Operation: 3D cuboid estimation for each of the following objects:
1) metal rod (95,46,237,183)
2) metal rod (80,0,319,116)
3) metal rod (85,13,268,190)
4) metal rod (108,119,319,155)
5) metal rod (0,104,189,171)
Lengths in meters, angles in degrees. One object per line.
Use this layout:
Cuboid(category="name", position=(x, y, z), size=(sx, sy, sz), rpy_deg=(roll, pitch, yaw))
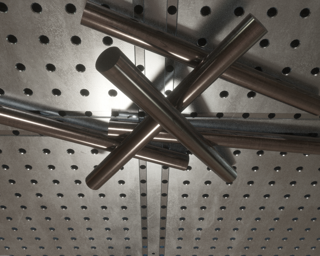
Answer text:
Cuboid(category="metal rod", position=(0.032, 0.008, 0.363), size=(0.025, 0.025, 0.300), rpy_deg=(-25, 144, 19))
Cuboid(category="metal rod", position=(0.062, -0.072, 0.351), size=(0.302, 0.025, 0.025), rpy_deg=(18, 128, -15))
Cuboid(category="metal rod", position=(-0.001, -0.011, 0.367), size=(0.025, 0.025, 0.299), rpy_deg=(32, 123, -24))
Cuboid(category="metal rod", position=(0.082, 0.013, 0.424), size=(0.302, 0.025, 0.025), rpy_deg=(5, 130, -5))
Cuboid(category="metal rod", position=(-0.103, 0.011, 0.418), size=(0.302, 0.025, 0.025), rpy_deg=(16, 128, -14))
